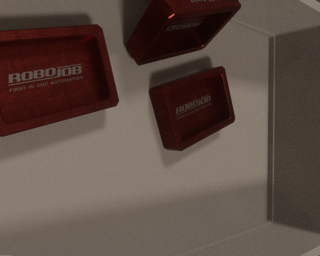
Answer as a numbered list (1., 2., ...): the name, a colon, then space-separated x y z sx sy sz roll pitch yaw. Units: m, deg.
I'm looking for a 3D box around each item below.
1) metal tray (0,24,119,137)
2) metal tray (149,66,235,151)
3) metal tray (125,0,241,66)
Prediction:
1. metal tray: -0.111 -0.051 0.310 0.131 0.030 0.089 -20 103 -38
2. metal tray: 0.052 -0.031 0.448 0.131 0.030 0.089 -25 106 -38
3. metal tray: 0.030 -0.128 0.388 0.131 0.090 0.030 -24 78 -38
